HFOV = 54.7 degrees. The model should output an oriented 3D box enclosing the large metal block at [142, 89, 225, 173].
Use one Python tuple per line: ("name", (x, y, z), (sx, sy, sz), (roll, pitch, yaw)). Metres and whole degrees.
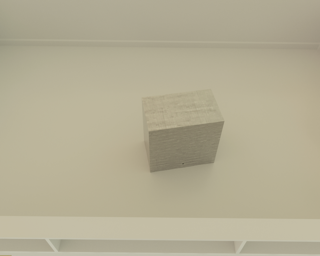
("large metal block", (0.023, 0.005, 0.366), (0.081, 0.080, 0.050), (-8, 51, -7))
